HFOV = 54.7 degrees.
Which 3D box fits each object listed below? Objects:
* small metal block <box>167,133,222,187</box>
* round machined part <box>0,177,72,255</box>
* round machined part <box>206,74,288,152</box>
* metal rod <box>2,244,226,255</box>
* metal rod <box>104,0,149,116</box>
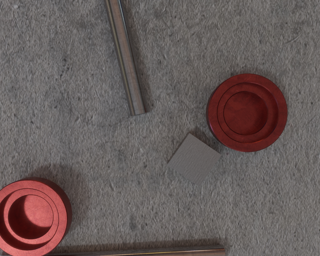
[{"bbox_3d":[0.044,0.041,0.410,0.050,0.025,0.050,35,90,0],"label":"small metal block"},{"bbox_3d":[-0.163,0.112,0.400,0.099,0.042,0.097,0,90,0],"label":"round machined part"},{"bbox_3d":[0.109,-0.019,0.402,0.099,0.042,0.097,0,90,0],"label":"round machined part"},{"bbox_3d":[-0.066,0.175,0.409,0.302,0.025,0.025,-3,90,0],"label":"metal rod"},{"bbox_3d":[-0.060,-0.163,0.409,0.025,0.025,0.298,-13,90,0],"label":"metal rod"}]
